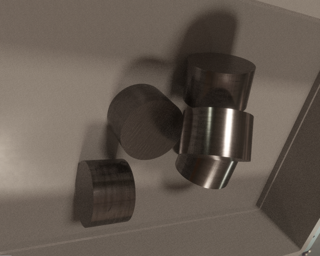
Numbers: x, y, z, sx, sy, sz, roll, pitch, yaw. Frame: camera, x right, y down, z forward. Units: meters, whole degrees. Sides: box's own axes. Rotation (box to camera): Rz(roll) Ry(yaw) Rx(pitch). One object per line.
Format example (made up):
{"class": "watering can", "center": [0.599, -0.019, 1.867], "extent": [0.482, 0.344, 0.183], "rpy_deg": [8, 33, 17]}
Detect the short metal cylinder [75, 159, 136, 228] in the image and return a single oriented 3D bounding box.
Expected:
{"class": "short metal cylinder", "center": [-0.070, 0.079, 0.385], "extent": [0.050, 0.080, 0.079], "rpy_deg": [0, 118, -29]}

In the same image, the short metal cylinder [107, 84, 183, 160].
{"class": "short metal cylinder", "center": [-0.018, -0.008, 0.379], "extent": [0.081, 0.050, 0.079], "rpy_deg": [-14, 125, -21]}

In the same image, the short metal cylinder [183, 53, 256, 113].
{"class": "short metal cylinder", "center": [0.071, -0.056, 0.379], "extent": [0.081, 0.080, 0.050], "rpy_deg": [-9, 122, -24]}

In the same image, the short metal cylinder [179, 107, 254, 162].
{"class": "short metal cylinder", "center": [0.064, 0.009, 0.355], "extent": [0.081, 0.080, 0.050], "rpy_deg": [12, 80, -34]}

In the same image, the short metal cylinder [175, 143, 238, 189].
{"class": "short metal cylinder", "center": [0.068, 0.042, 0.438], "extent": [0.081, 0.080, 0.050], "rpy_deg": [5, 116, -31]}
